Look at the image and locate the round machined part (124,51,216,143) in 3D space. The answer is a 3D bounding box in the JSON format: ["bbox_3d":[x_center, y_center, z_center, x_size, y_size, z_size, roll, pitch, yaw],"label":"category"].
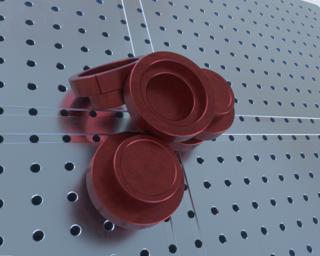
[{"bbox_3d":[0.008,-0.030,0.337,0.099,0.042,0.098,9,66,-22],"label":"round machined part"}]

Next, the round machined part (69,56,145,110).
[{"bbox_3d":[-0.055,-0.054,0.375,0.099,0.098,0.042,-31,114,-38],"label":"round machined part"}]

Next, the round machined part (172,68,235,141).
[{"bbox_3d":[0.055,-0.037,0.393,0.099,0.042,0.098,14,55,-20],"label":"round machined part"}]

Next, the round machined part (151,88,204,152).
[{"bbox_3d":[0.027,-0.023,0.398,0.099,0.042,0.098,13,56,-21],"label":"round machined part"}]

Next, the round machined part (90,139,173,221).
[{"bbox_3d":[-0.023,0.047,0.329,0.099,0.042,0.098,13,56,-21],"label":"round machined part"}]

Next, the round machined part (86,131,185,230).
[{"bbox_3d":[-0.018,0.046,0.305,0.099,0.042,0.098,13,56,-21],"label":"round machined part"}]
